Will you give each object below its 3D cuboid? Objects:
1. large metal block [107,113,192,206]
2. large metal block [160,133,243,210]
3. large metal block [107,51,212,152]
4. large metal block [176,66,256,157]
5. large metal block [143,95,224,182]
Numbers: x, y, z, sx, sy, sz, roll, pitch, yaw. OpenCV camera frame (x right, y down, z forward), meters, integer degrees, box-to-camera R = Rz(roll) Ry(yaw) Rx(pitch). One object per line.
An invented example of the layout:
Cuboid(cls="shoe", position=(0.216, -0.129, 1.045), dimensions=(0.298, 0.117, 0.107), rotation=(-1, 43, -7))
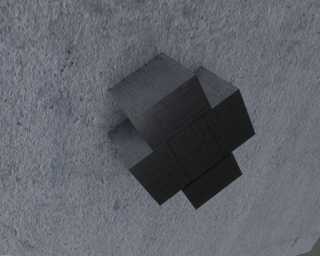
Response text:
Cuboid(cls="large metal block", position=(-0.014, 0.037, 0.390), dimensions=(0.050, 0.080, 0.080), rotation=(-37, 130, -4))
Cuboid(cls="large metal block", position=(0.054, 0.052, 0.437), dimensions=(0.080, 0.080, 0.050), rotation=(-36, 130, -5))
Cuboid(cls="large metal block", position=(-0.003, -0.033, 0.353), dimensions=(0.080, 0.080, 0.050), rotation=(-36, 130, -5))
Cuboid(cls="large metal block", position=(0.068, -0.022, 0.399), dimensions=(0.050, 0.080, 0.080), rotation=(-37, 130, -4))
Cuboid(cls="large metal block", position=(0.027, 0.008, 0.394), dimensions=(0.050, 0.080, 0.080), rotation=(-37, 130, -4))
